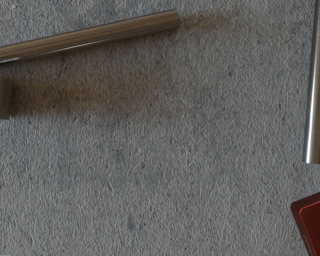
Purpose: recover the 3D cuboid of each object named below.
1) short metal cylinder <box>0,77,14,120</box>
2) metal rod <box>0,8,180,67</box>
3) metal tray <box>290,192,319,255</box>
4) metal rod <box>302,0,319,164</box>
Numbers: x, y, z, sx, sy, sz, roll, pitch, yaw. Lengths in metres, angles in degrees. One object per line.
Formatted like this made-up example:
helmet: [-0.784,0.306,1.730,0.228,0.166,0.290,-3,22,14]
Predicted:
short metal cylinder: [-0.227,-0.039,0.380,0.081,0.080,0.050,6,90,-1]
metal rod: [-0.124,-0.113,0.408,0.302,0.025,0.025,-13,90,-1]
metal tray: [0.242,0.148,0.410,0.090,0.030,0.129,-22,90,-1]
metal rod: [0.215,-0.102,0.412,0.025,0.025,0.298,5,90,-1]
